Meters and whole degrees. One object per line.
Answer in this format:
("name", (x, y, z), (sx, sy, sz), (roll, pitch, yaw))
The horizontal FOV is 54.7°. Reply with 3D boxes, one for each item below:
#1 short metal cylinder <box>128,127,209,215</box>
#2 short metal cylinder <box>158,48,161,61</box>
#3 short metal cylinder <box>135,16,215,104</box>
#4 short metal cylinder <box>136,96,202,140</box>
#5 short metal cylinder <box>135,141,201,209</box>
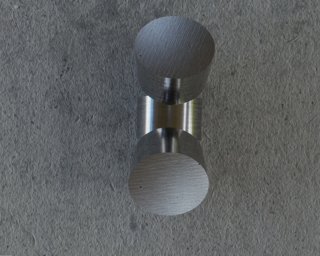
("short metal cylinder", (0.009, 0.046, 0.332), (0.080, 0.050, 0.079), (0, 118, 1))
("short metal cylinder", (0.012, -0.077, 0.399), (0.081, 0.050, 0.080), (0, 90, 0))
("short metal cylinder", (0.015, -0.072, 0.334), (0.081, 0.050, 0.080), (1, 65, -1))
("short metal cylinder", (0.012, -0.011, 0.384), (0.081, 0.080, 0.050), (2, 90, 0))
("short metal cylinder", (0.010, 0.058, 0.399), (0.081, 0.050, 0.080), (0, 90, 0))
